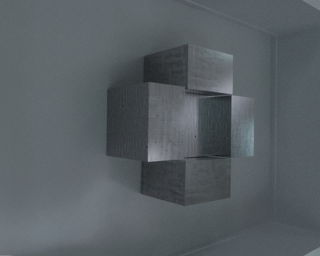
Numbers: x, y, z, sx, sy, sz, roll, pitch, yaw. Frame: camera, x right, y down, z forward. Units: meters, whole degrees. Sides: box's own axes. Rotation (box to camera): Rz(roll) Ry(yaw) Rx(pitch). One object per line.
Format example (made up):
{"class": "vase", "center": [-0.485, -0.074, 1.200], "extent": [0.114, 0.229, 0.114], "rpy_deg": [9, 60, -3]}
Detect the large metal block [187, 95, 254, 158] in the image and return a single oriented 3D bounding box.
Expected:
{"class": "large metal block", "center": [0.084, -0.002, 0.440], "extent": [0.050, 0.080, 0.080], "rpy_deg": [1, 90, -40]}

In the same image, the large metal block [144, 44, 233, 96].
{"class": "large metal block", "center": [0.036, -0.068, 0.398], "extent": [0.081, 0.080, 0.050], "rpy_deg": [1, 90, -40]}

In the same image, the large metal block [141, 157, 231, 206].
{"class": "large metal block", "center": [0.033, 0.062, 0.396], "extent": [0.081, 0.080, 0.050], "rpy_deg": [2, 89, -40]}

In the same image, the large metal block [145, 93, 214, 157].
{"class": "large metal block", "center": [0.025, -0.003, 0.408], "extent": [0.081, 0.050, 0.080], "rpy_deg": [1, 90, -40]}

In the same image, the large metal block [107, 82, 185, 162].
{"class": "large metal block", "center": [-0.018, -0.006, 0.354], "extent": [0.050, 0.080, 0.080], "rpy_deg": [1, 90, -40]}
